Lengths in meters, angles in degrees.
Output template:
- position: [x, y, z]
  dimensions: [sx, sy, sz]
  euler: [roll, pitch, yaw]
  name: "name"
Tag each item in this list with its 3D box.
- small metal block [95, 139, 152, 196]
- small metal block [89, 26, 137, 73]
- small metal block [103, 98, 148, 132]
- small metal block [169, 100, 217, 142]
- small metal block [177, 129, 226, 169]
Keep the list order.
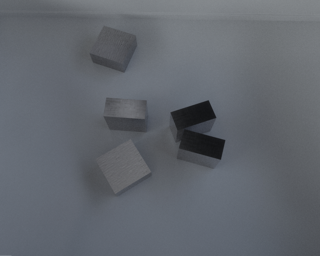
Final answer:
- position: [-0.045, 0.050, 0.391]
  dimensions: [0.050, 0.025, 0.050]
  euler: [-30, 73, -11]
  name: "small metal block"
- position: [-0.067, -0.115, 0.451]
  dimensions: [0.050, 0.025, 0.050]
  euler: [19, 71, 7]
  name: "small metal block"
- position: [-0.042, -0.016, 0.402]
  dimensions: [0.050, 0.050, 0.025]
  euler: [4, 70, 1]
  name: "small metal block"
- position: [0.041, -0.007, 0.399]
  dimensions: [0.050, 0.050, 0.025]
  euler: [-18, 71, -6]
  name: "small metal block"
- position: [0.050, 0.027, 0.387]
  dimensions: [0.050, 0.050, 0.025]
  euler: [15, 71, 5]
  name: "small metal block"
